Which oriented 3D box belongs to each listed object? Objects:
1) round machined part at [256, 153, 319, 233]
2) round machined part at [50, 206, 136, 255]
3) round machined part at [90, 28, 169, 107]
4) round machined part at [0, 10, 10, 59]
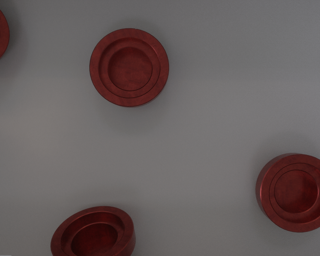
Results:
[{"bbox_3d":[0.173,0.081,0.404,0.099,0.042,0.097,0,90,0],"label":"round machined part"},{"bbox_3d":[-0.078,0.144,0.379,0.099,0.098,0.042,-6,115,0],"label":"round machined part"},{"bbox_3d":[-0.038,-0.075,0.402,0.099,0.042,0.097,0,90,0],"label":"round machined part"},{"bbox_3d":[-0.244,-0.119,0.387,0.099,0.042,0.097,-1,91,-30],"label":"round machined part"}]
